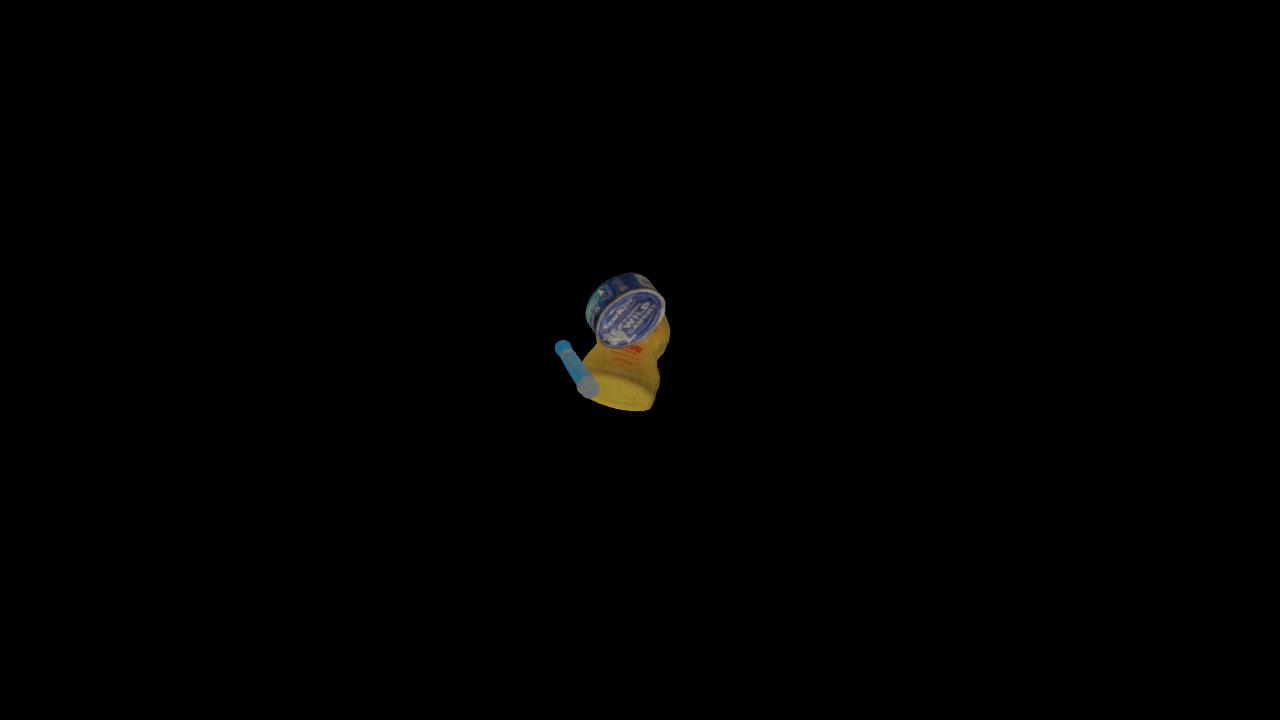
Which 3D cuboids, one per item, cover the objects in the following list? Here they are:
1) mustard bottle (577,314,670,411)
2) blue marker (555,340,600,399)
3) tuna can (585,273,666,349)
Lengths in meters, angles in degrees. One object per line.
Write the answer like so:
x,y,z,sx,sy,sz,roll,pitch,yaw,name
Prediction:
-0.011,-0.027,0.734,0.092,0.184,0.054,11,-42,4,mustard bottle
-0.069,0.007,0.651,0.020,0.020,0.121,0,23,-22,blue marker
-0.016,-0.053,0.670,0.084,0.084,0.034,0,43,-39,tuna can
